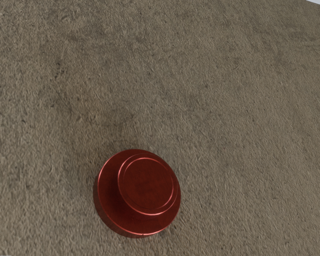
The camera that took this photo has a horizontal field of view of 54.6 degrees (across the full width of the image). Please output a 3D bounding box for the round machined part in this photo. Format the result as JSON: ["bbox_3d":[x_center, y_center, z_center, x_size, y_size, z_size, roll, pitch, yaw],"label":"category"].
[{"bbox_3d":[-0.020,0.067,0.341,0.099,0.042,0.098,13,56,-21],"label":"round machined part"}]
